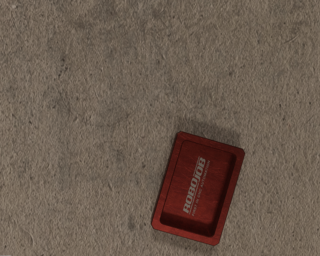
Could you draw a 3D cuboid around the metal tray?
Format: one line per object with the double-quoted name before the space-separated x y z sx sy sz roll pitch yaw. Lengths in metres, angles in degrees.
"metal tray" 0.049 0.077 0.408 0.091 0.030 0.129 16 90 -1
